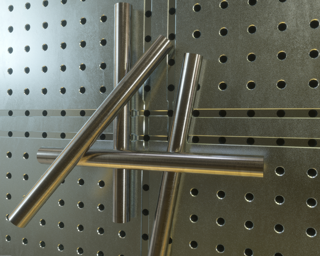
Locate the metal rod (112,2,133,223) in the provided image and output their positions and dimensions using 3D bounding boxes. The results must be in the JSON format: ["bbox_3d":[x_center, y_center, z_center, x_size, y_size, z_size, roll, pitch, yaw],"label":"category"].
[{"bbox_3d":[-0.052,-0.020,0.431,0.025,0.025,0.298,1,90,20],"label":"metal rod"}]

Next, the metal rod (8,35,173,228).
[{"bbox_3d":[-0.086,0.001,0.401,0.025,0.025,0.300,38,86,16],"label":"metal rod"}]

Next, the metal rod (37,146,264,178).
[{"bbox_3d":[-0.027,0.041,0.394,0.301,0.025,0.025,1,90,20],"label":"metal rod"}]

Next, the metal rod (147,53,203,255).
[{"bbox_3d":[0.017,0.053,0.406,0.025,0.025,0.298,11,94,19],"label":"metal rod"}]
